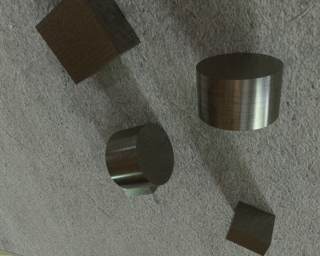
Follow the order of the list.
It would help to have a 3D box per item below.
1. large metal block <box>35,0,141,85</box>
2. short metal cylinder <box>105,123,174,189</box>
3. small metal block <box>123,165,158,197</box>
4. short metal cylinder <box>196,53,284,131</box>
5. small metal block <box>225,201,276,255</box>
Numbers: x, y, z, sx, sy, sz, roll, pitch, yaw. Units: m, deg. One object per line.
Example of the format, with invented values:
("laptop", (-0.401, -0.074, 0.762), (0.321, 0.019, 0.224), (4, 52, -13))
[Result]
("large metal block", (-0.084, -0.110, 0.365), (0.080, 0.050, 0.080), (-24, 106, 36))
("short metal cylinder", (-0.025, 0.037, 0.406), (0.050, 0.080, 0.080), (-14, 112, 33))
("small metal block", (-0.036, 0.075, 0.470), (0.050, 0.025, 0.050), (-16, 111, 34))
("short metal cylinder", (0.077, -0.039, 0.306), (0.080, 0.080, 0.050), (8, 122, 24))
("small metal block", (0.120, 0.131, 0.408), (0.050, 0.050, 0.025), (21, 126, 15))
